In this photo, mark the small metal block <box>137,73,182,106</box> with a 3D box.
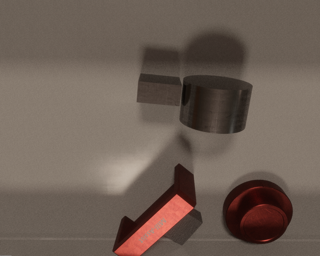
[{"bbox_3d":[-0.001,-0.048,0.380,0.050,0.050,0.025,5,110,-3],"label":"small metal block"}]

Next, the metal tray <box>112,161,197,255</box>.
[{"bbox_3d":[-0.007,0.115,0.433,0.030,0.090,0.130,41,106,-10],"label":"metal tray"}]

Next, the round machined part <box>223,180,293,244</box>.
[{"bbox_3d":[0.145,0.128,0.452,0.099,0.042,0.097,0,110,-1],"label":"round machined part"}]

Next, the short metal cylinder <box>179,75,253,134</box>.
[{"bbox_3d":[0.066,-0.031,0.372,0.081,0.080,0.050,4,110,-2],"label":"short metal cylinder"}]

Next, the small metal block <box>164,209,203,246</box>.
[{"bbox_3d":[0.027,0.139,0.463,0.050,0.025,0.050,33,107,-12],"label":"small metal block"}]
